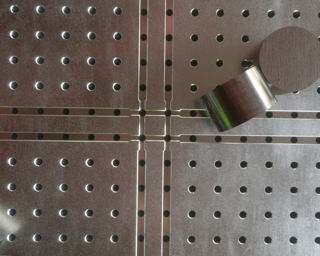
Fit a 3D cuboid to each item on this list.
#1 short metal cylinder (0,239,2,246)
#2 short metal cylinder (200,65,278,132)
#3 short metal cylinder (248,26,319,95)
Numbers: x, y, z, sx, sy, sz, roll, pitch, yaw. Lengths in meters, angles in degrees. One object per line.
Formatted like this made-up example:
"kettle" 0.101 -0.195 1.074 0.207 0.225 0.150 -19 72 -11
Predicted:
"short metal cylinder" -0.247 0.158 0.383 0.050 0.080 0.080 39 90 -1
"short metal cylinder" 0.097 -0.036 0.387 0.080 0.080 0.050 -30 90 0
"short metal cylinder" 0.161 -0.085 0.403 0.081 0.050 0.079 0 90 -1
